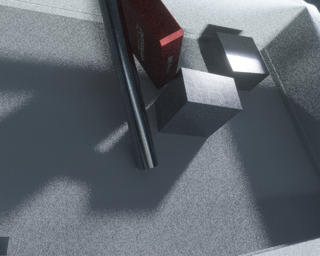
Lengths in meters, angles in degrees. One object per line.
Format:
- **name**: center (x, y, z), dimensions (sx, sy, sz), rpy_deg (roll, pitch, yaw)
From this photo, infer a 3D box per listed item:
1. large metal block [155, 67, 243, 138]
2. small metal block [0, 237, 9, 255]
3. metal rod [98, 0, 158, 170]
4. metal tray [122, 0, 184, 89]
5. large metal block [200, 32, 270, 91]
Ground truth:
- **large metal block**: center (0.048, -0.030, 0.417), dimensions (0.081, 0.080, 0.050), rpy_deg (6, 59, -25)
- **small metal block**: center (-0.150, 0.104, 0.245), dimensions (0.050, 0.050, 0.025), rpy_deg (9, 58, -24)
- **metal rod**: center (-0.047, -0.098, 0.361), dimensions (0.025, 0.025, 0.298), rpy_deg (-16, 96, -35)
- **metal tray**: center (-0.012, -0.117, 0.405), dimensions (0.030, 0.130, 0.090), rpy_deg (-31, 78, -10)
- **large metal block**: center (0.127, -0.112, 0.529), dimensions (0.081, 0.050, 0.080), rpy_deg (-2, 63, -29)
